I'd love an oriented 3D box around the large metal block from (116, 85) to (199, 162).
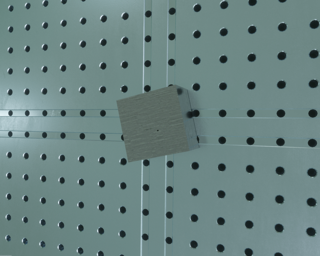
[{"bbox_3d":[-0.002,-0.004,0.399,0.080,0.050,0.080,-13,86,19],"label":"large metal block"}]
